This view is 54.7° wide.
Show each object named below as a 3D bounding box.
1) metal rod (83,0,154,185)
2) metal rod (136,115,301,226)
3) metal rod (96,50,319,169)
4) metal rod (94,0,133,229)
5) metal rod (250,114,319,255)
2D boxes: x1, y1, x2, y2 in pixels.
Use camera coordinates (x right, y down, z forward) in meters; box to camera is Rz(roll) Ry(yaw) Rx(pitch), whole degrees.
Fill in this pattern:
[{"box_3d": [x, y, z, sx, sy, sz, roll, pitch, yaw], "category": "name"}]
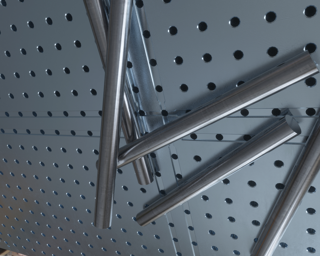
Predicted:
[{"box_3d": [-0.053, -0.052, 0.405, 0.025, 0.025, 0.298, 1, 119, 27], "category": "metal rod"}, {"box_3d": [0.057, 0.074, 0.426, 0.025, 0.025, 0.299, 45, 129, -4], "category": "metal rod"}, {"box_3d": [0.032, -0.004, 0.370, 0.299, 0.025, 0.025, -28, 104, 30], "category": "metal rod"}, {"box_3d": [-0.061, -0.006, 0.389, 0.025, 0.025, 0.298, 15, 109, 20], "category": "metal rod"}, {"box_3d": [0.160, 0.087, 0.380, 0.025, 0.025, 0.298, 20, 126, 16], "category": "metal rod"}]
